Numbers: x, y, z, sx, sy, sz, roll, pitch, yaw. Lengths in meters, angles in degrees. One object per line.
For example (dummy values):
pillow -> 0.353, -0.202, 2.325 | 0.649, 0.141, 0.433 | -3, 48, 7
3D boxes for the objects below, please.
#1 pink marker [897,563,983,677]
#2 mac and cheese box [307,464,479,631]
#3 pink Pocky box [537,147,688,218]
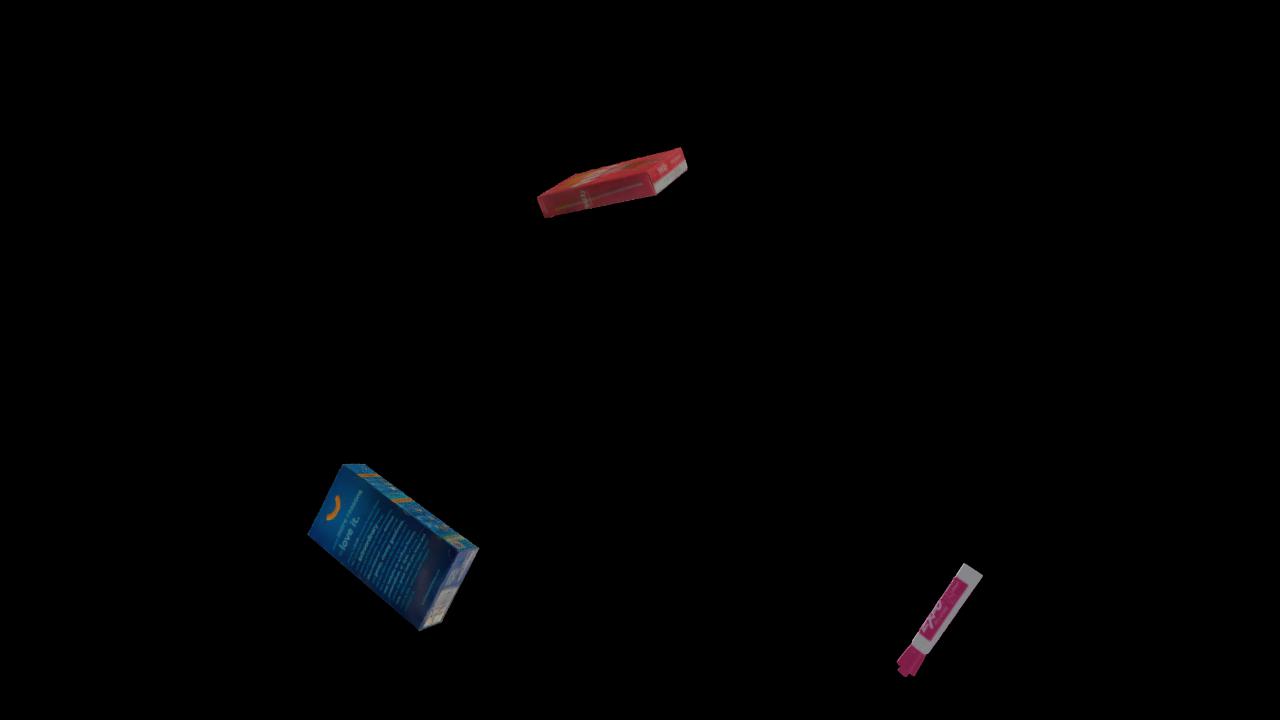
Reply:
pink marker -> 0.282, 0.248, 0.583 | 0.020, 0.121, 0.020 | 34, 0, 0
mac and cheese box -> -0.268, 0.195, 0.660 | 0.184, 0.093, 0.041 | 27, 2, 23
pink Pocky box -> -0.032, -0.197, 0.687 | 0.155, 0.029, 0.084 | -2, 31, 34
